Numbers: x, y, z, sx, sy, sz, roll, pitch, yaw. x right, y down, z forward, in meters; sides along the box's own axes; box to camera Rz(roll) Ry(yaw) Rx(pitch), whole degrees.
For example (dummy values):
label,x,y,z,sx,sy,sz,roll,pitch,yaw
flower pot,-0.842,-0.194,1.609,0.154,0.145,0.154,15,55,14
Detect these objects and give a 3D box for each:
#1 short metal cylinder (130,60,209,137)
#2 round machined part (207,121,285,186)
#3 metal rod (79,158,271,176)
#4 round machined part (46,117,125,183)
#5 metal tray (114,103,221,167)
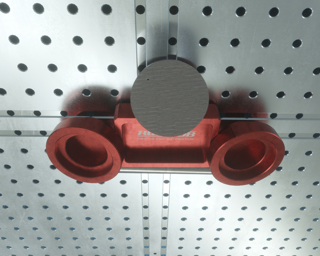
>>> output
label,x,y,z,sx,sy,sz,roll,pitch,yaw
short metal cylinder,0.010,-0.035,0.341,0.081,0.050,0.079,0,104,0
round machined part,0.110,0.029,0.415,0.099,0.042,0.097,-5,129,-6
metal rod,0.010,0.055,0.453,0.302,0.025,0.025,1,130,-2
round machined part,-0.094,0.025,0.409,0.099,0.042,0.097,5,128,6
metal tray,0.008,0.012,0.413,0.131,0.030,0.089,0,131,-1
